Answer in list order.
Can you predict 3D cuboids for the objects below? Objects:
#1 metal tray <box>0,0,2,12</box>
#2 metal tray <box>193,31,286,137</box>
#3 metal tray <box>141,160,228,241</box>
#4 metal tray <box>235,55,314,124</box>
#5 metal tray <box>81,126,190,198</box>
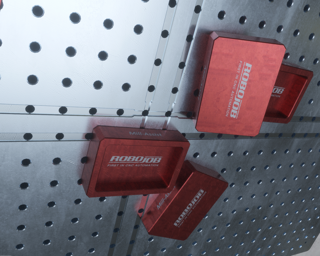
[{"bbox_3d":[-0.196,-0.106,0.235,0.131,0.030,0.089,10,113,-33],"label":"metal tray"},{"bbox_3d":[0.100,-0.054,0.410,0.091,0.030,0.129,5,118,-6],"label":"metal tray"},{"bbox_3d":[0.042,0.122,0.509,0.090,0.030,0.129,26,104,-38],"label":"metal tray"},{"bbox_3d":[0.159,-0.056,0.462,0.131,0.030,0.089,4,117,-31],"label":"metal tray"},{"bbox_3d":[-0.032,0.047,0.420,0.131,0.030,0.089,4,117,-31],"label":"metal tray"}]
